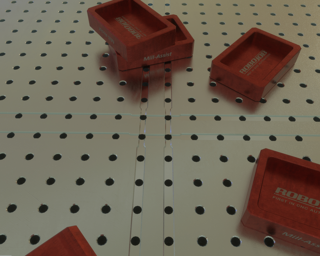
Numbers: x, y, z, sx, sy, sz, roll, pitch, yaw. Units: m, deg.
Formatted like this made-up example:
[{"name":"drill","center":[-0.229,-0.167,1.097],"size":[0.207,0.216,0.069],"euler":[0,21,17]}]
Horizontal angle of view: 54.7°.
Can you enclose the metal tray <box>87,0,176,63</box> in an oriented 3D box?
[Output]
[{"name":"metal tray","center":[-0.047,-0.166,0.502],"size":[0.091,0.030,0.130],"euler":[-29,56,-23]}]

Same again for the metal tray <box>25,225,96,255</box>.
[{"name":"metal tray","center":[-0.082,0.133,0.227],"size":[0.091,0.129,0.030],"euler":[-32,57,-24]}]

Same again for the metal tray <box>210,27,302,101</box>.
[{"name":"metal tray","center":[0.153,-0.106,0.495],"size":[0.090,0.030,0.131],"euler":[34,57,24]}]

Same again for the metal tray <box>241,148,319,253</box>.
[{"name":"metal tray","center":[0.165,0.082,0.337],"size":[0.130,0.030,0.090],"euler":[17,52,13]}]

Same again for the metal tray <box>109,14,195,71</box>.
[{"name":"metal tray","center":[-0.018,-0.148,0.528],"size":[0.131,0.030,0.090],"euler":[-14,52,-12]}]
